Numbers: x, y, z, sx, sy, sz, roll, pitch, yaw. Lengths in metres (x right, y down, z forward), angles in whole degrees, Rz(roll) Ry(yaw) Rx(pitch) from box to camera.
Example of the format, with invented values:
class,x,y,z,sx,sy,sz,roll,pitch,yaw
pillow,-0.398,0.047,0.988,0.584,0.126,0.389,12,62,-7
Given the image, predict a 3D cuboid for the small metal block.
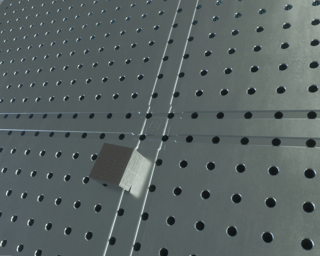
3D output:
class,x,y,z,sx,sy,sz,roll,pitch,yaw
small metal block,-0.057,0.051,0.406,0.050,0.025,0.050,8,66,31
